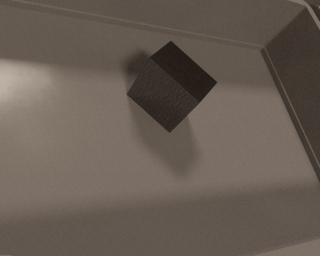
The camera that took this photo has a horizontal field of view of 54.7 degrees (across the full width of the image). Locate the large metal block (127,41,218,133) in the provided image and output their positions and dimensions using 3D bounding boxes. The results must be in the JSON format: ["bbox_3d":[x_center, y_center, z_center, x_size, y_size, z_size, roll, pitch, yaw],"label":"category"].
[{"bbox_3d":[0.014,-0.052,0.411,0.080,0.080,0.050,42,51,0],"label":"large metal block"}]
